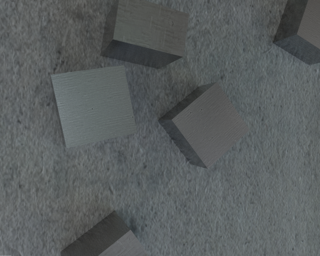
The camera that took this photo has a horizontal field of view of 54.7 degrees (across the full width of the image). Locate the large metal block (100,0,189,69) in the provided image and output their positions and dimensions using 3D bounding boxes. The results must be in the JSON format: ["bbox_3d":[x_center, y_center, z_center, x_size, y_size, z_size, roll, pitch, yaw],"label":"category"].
[{"bbox_3d":[-0.022,-0.111,0.372,0.081,0.080,0.050,9,87,-20],"label":"large metal block"}]

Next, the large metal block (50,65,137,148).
[{"bbox_3d":[-0.080,-0.025,0.367,0.081,0.050,0.079,-12,94,-20],"label":"large metal block"}]

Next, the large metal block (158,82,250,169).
[{"bbox_3d":[0.058,-0.004,0.419,0.080,0.050,0.080,-40,103,-16],"label":"large metal block"}]

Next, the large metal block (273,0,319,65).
[{"bbox_3d":[0.237,-0.156,0.485,0.080,0.050,0.080,23,82,-19],"label":"large metal block"}]

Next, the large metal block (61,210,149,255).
[{"bbox_3d":[-0.063,0.150,0.357,0.080,0.080,0.050,-36,102,-17],"label":"large metal block"}]
